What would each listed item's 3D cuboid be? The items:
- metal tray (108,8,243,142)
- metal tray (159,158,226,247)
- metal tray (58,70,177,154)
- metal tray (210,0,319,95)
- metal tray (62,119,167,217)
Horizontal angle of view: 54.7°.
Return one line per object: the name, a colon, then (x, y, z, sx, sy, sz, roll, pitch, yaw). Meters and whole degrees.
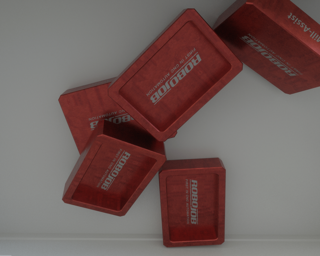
metal tray: (0.016, -0.058, 0.355, 0.130, 0.030, 0.090, -43, 107, 10)
metal tray: (0.047, 0.110, 0.449, 0.091, 0.030, 0.129, -3, 110, 0)
metal tray: (-0.051, -0.019, 0.401, 0.131, 0.030, 0.089, -14, 110, 4)
metal tray: (0.129, -0.092, 0.343, 0.130, 0.090, 0.030, 32, 77, -12)
metal tray: (-0.061, 0.058, 0.403, 0.091, 0.030, 0.129, 21, 123, -21)
